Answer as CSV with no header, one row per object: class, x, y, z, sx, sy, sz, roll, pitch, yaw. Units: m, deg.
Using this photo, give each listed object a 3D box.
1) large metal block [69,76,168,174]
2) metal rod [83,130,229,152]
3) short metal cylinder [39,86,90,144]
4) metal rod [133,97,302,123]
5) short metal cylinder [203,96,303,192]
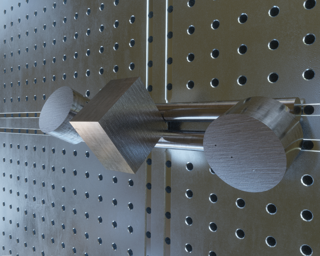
large metal block,-0.045,-0.004,0.372,0.050,0.080,0.080,1,133,40
metal rod,-0.040,0.014,0.441,0.300,0.025,0.025,1,91,40
short metal cylinder,-0.146,-0.020,0.495,0.080,0.050,0.080,-19,56,31
metal rod,0.017,-0.020,0.394,0.300,0.025,0.025,1,91,40
short metal cylinder,0.090,0.015,0.301,0.080,0.050,0.079,19,124,32
